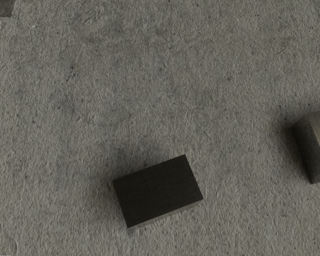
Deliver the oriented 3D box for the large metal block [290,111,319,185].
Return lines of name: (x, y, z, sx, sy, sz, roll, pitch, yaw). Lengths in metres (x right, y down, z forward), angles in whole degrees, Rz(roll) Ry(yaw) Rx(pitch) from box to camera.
large metal block: (0.226, 0.020, 0.389, 0.081, 0.050, 0.080, -11, 71, -4)

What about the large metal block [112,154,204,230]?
large metal block: (-0.002, 0.076, 0.351, 0.080, 0.080, 0.050, -19, 71, -7)

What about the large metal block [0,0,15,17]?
large metal block: (-0.271, -0.220, 0.473, 0.080, 0.050, 0.080, 2, 70, 1)
